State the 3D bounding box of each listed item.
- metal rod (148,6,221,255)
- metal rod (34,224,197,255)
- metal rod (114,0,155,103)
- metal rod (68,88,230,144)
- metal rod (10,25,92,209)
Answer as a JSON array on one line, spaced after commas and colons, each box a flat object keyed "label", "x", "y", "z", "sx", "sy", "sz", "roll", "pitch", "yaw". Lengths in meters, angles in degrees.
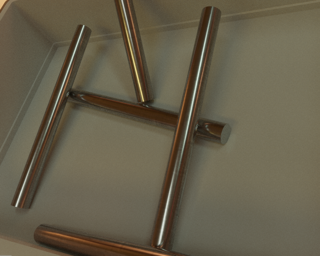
[{"label": "metal rod", "x": 0.032, "y": -0.006, "z": 0.360, "sx": 0.025, "sy": 0.025, "sz": 0.299, "roll": 5, "pitch": 74, "yaw": 30}, {"label": "metal rod", "x": -0.031, "y": 0.129, "z": 0.315, "sx": 0.300, "sy": 0.025, "sz": 0.025, "roll": -4, "pitch": 60, "yaw": 35}, {"label": "metal rod", "x": -0.052, "y": -0.184, "z": 0.425, "sx": 0.025, "sy": 0.025, "sz": 0.298, "roll": -9, "pitch": 98, "yaw": 23}, {"label": "metal rod", "x": -0.044, "y": -0.026, "z": 0.444, "sx": 0.300, "sy": 0.025, "sz": 0.025, "roll": 15, "pitch": 70, "yaw": 34}, {"label": "metal rod", "x": -0.164, "y": -0.027, "z": 0.482, "sx": 0.025, "sy": 0.025, "sz": 0.299, "roll": 6, "pitch": 72, "yaw": 31}]
